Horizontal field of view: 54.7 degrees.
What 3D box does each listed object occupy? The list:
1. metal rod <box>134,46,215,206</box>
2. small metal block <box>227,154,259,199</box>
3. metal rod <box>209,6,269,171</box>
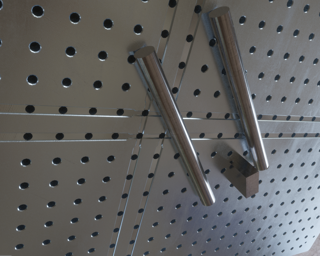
[{"bbox_3d":[0.033,0.019,0.442,0.025,0.025,0.299,-32,129,-8],"label":"metal rod"},{"bbox_3d":[0.141,0.082,0.526,0.025,0.050,0.050,-23,127,-15],"label":"small metal block"},{"bbox_3d":[0.126,-0.035,0.460,0.025,0.025,0.299,-34,129,-6],"label":"metal rod"}]
